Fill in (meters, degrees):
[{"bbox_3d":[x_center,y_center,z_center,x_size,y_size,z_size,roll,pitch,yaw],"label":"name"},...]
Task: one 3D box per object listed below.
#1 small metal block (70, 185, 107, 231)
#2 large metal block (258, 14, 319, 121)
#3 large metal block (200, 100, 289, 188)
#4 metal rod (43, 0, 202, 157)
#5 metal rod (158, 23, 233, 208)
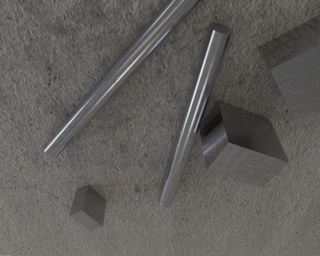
[{"bbox_3d":[-0.114,0.129,0.499,0.025,0.050,0.050,-23,127,18],"label":"small metal block"},{"bbox_3d":[0.165,-0.066,0.337,0.080,0.050,0.080,-27,126,20],"label":"large metal block"},{"bbox_3d":[0.101,0.019,0.388,0.081,0.080,0.050,18,128,-15],"label":"large metal block"},{"bbox_3d":[-0.053,-0.057,0.358,0.025,0.025,0.299,33,123,-25],"label":"metal rod"},{"bbox_3d":[0.036,0.009,0.414,0.025,0.025,0.298,8,130,-7],"label":"metal rod"}]
